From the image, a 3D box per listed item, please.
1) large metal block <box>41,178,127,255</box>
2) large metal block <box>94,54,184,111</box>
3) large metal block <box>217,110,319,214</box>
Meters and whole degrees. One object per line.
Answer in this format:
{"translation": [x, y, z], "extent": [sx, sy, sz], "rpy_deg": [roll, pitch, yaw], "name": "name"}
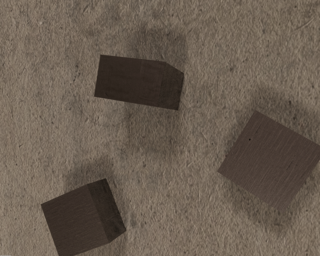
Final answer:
{"translation": [-0.106, 0.125, 0.432], "extent": [0.080, 0.050, 0.080], "rpy_deg": [-25, 82, 18], "name": "large metal block"}
{"translation": [-0.023, -0.054, 0.387], "extent": [0.080, 0.080, 0.050], "rpy_deg": [11, 94, 19], "name": "large metal block"}
{"translation": [0.124, 0.035, 0.352], "extent": [0.080, 0.050, 0.080], "rpy_deg": [32, 100, 16], "name": "large metal block"}
